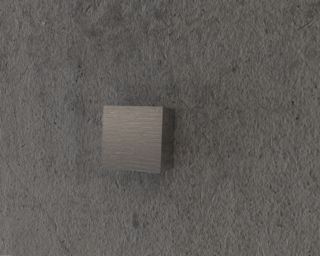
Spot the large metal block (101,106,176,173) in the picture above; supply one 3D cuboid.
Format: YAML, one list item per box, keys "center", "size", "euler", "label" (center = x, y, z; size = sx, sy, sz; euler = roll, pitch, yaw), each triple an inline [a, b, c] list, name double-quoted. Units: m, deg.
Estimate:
- center: [-0.027, 0.013, 0.406]
  size: [0.080, 0.050, 0.080]
  euler: [3, 91, 20]
  label: "large metal block"
